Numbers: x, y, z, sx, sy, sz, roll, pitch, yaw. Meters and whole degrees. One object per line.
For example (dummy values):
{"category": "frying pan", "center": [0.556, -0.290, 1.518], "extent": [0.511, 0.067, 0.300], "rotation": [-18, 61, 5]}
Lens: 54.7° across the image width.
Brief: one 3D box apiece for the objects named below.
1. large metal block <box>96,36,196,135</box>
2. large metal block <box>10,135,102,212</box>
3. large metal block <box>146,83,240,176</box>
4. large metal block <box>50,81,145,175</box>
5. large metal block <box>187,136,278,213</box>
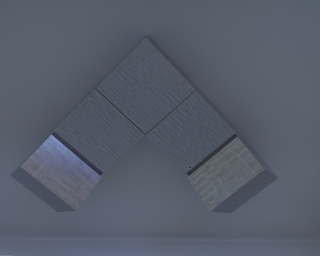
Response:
{"category": "large metal block", "center": [-0.016, -0.053, 0.376], "extent": [0.080, 0.050, 0.080], "rotation": [-42, 105, 14]}
{"category": "large metal block", "center": [-0.134, 0.061, 0.394], "extent": [0.080, 0.050, 0.080], "rotation": [44, 147, -15]}
{"category": "large metal block", "center": [0.040, 0.001, 0.397], "extent": [0.080, 0.050, 0.080], "rotation": [-42, 105, 14]}
{"category": "large metal block", "center": [-0.075, -0.001, 0.395], "extent": [0.080, 0.050, 0.080], "rotation": [-42, 105, 14]}
{"category": "large metal block", "center": [0.095, 0.064, 0.398], "extent": [0.080, 0.050, 0.080], "rotation": [-42, 148, 14]}
